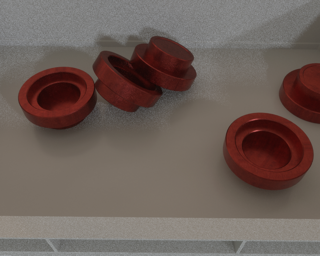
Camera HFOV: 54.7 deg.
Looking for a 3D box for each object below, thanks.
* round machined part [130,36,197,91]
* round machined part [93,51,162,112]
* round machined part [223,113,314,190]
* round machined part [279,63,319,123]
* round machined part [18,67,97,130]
[{"bbox_3d":[0.010,-0.099,0.451,0.099,0.042,0.098,20,32,-13],"label":"round machined part"},{"bbox_3d":[-0.048,-0.058,0.421,0.098,0.042,0.098,32,21,-14],"label":"round machined part"},{"bbox_3d":[0.125,0.031,0.370,0.099,0.042,0.098,0,50,0],"label":"round machined part"},{"bbox_3d":[0.227,-0.056,0.444,0.099,0.042,0.098,0,50,0],"label":"round machined part"},{"bbox_3d":[-0.135,-0.037,0.423,0.099,0.042,0.098,0,50,0],"label":"round machined part"}]
